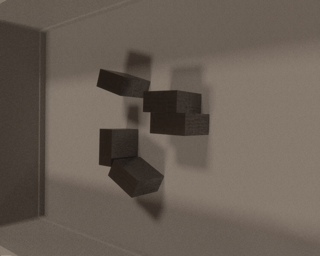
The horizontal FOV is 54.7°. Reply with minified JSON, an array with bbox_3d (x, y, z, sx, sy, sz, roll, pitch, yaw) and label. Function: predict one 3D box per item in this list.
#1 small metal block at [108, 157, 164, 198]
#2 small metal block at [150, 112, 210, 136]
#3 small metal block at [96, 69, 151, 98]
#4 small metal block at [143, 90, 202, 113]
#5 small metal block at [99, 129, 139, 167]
[{"bbox_3d":[-0.032,0.064,0.415,0.050,0.050,0.025,35,112,34],"label":"small metal block"},{"bbox_3d":[0.024,-0.005,0.369,0.050,0.050,0.025,4,93,39],"label":"small metal block"},{"bbox_3d":[-0.050,-0.061,0.430,0.050,0.050,0.025,24,105,37],"label":"small metal block"},{"bbox_3d":[0.015,-0.030,0.376,0.050,0.050,0.025,3,92,39],"label":"small metal block"},{"bbox_3d":[-0.057,0.026,0.436,0.025,0.050,0.050,3,92,40],"label":"small metal block"}]
